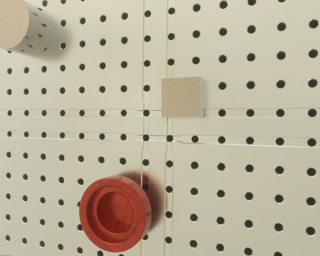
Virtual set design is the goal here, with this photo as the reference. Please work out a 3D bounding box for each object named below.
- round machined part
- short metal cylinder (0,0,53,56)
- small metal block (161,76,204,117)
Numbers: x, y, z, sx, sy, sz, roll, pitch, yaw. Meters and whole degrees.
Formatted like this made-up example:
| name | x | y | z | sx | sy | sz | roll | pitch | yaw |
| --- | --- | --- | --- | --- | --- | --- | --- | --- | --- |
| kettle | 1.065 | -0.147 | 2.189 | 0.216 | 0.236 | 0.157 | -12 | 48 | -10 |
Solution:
| name | x | y | z | sx | sy | sz | roll | pitch | yaw |
| --- | --- | --- | --- | --- | --- | --- | --- | --- | --- |
| round machined part | -0.057 | 0.113 | 0.424 | 0.098 | 0.042 | 0.097 | 0 | 90 | 20 |
| short metal cylinder | -0.214 | -0.155 | 0.475 | 0.080 | 0.050 | 0.080 | 0 | 90 | 20 |
| small metal block | 0.030 | -0.039 | 0.402 | 0.050 | 0.025 | 0.050 | 0 | 90 | 20 |
